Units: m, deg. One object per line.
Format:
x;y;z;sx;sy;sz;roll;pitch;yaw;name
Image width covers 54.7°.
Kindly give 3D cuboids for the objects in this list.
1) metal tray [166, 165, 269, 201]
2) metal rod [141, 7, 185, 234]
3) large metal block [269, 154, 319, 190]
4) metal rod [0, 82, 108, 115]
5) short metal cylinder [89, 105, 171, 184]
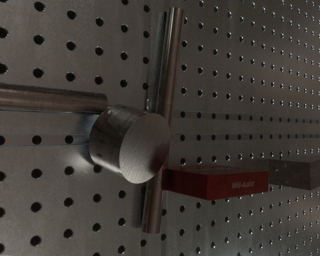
0.079;0.073;0.435;0.131;0.090;0.030;4;88;-40;metal tray
0.005;-0.014;0.415;0.025;0.025;0.298;11;83;-40;metal rod
0.272;0.083;0.606;0.081;0.080;0.050;-6;94;-40;large metal block
-0.181;-0.031;0.257;0.302;0.025;0.025;2;89;-40;metal rod
-0.033;0.017;0.353;0.081;0.050;0.079;-22;120;-44;short metal cylinder
